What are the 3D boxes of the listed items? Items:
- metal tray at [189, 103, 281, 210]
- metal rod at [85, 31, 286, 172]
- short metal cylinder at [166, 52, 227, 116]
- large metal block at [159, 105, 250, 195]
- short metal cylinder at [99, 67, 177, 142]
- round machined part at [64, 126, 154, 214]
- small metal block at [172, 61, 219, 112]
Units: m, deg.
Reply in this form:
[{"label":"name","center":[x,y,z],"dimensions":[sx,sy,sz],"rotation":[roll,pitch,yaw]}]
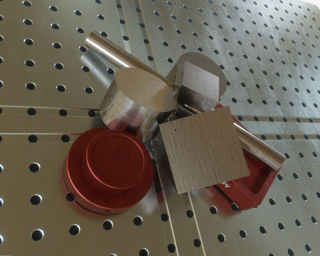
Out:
[{"label":"metal tray","center":[0.098,0.037,0.431],"dimensions":[0.130,0.030,0.090],"rotation":[45,51,3]},{"label":"metal rod","center":[0.029,-0.038,0.411],"dimensions":[0.301,0.025,0.025],"rotation":[34,51,6]},{"label":"short metal cylinder","center":[0.050,-0.064,0.454],"dimensions":[0.081,0.050,0.080],"rotation":[14,56,-21]},{"label":"large metal block","center":[0.050,0.026,0.365],"dimensions":[0.080,0.050,0.080],"rotation":[-15,83,1]},{"label":"short metal cylinder","center":[-0.027,-0.029,0.377],"dimensions":[0.080,0.050,0.080],"rotation":[22,35,-16]},{"label":"round machined part","center":[-0.051,0.041,0.339],"dimensions":[0.099,0.042,0.098],"rotation":[14,56,-21]},{"label":"small metal block","center":[0.046,-0.051,0.392],"dimensions":[0.050,0.025,0.050],"rotation":[23,45,-14]}]
